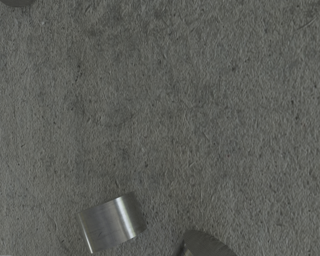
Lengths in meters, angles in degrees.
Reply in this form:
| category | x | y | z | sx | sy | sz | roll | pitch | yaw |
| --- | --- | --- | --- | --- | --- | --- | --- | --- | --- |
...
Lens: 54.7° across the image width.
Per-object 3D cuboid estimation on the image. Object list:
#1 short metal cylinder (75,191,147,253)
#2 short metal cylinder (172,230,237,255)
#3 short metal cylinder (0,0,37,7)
| category | x | y | z | sx | sy | sz | roll | pitch | yaw |
| --- | --- | --- | --- | --- | --- | --- | --- | --- | --- |
| short metal cylinder | -0.063 | 0.120 | 0.402 | 0.080 | 0.080 | 0.050 | -24 | 82 | 18 |
| short metal cylinder | 0.051 | 0.166 | 0.362 | 0.080 | 0.080 | 0.050 | 31 | 100 | 17 |
| short metal cylinder | -0.217 | -0.228 | 0.456 | 0.080 | 0.080 | 0.050 | -46 | 76 | 14 |
